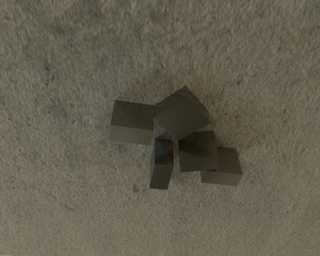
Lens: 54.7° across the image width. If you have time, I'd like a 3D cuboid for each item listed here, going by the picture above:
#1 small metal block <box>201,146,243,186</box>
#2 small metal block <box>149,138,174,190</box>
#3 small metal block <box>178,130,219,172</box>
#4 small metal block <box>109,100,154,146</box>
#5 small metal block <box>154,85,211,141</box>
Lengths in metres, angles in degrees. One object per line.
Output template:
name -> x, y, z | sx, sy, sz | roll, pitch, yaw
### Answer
small metal block -> 0.084, 0.052, 0.437 | 0.050, 0.050, 0.025 | 7, 130, -7
small metal block -> 0.002, 0.050, 0.434 | 0.025, 0.050, 0.050 | 7, 130, -6
small metal block -> 0.051, 0.031, 0.418 | 0.050, 0.050, 0.025 | -5, 130, 4
small metal block -> -0.035, -0.007, 0.384 | 0.050, 0.050, 0.025 | 8, 130, -7
small metal block -> 0.028, -0.018, 0.393 | 0.050, 0.025, 0.050 | -31, 124, 23
